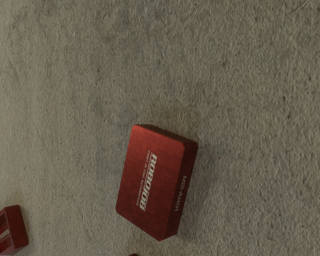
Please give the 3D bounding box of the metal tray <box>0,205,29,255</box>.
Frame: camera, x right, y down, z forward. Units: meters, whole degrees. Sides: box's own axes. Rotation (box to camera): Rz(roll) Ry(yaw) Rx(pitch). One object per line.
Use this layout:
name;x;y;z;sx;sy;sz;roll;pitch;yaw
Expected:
metal tray;-0.342;0.236;0.684;0.130;0.030;0.090;-37;68;34

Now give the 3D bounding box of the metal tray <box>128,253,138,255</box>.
metal tray;-0.017;0.247;0.415;0.130;0.030;0.089;31;109;35

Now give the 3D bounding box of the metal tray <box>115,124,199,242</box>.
metal tray;-0.008;0.068;0.408;0.090;0.030;0.129;21;103;38
